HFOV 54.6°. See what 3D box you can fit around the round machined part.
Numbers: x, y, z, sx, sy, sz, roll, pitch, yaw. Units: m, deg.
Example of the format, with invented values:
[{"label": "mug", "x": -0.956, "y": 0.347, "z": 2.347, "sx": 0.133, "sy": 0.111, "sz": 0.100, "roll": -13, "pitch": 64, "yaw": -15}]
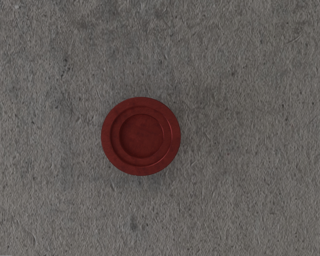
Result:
[{"label": "round machined part", "x": -0.023, "y": 0.010, "z": 0.401, "sx": 0.099, "sy": 0.042, "sz": 0.097, "roll": 0, "pitch": 90, "yaw": 0}]
